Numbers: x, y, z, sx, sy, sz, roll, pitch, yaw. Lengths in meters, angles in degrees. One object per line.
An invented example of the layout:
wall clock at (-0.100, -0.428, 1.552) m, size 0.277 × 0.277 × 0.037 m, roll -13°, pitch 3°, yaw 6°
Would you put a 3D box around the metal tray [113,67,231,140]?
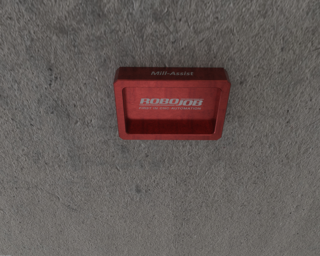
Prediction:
metal tray at (0.013, -0.028, 0.379) m, size 0.131 × 0.030 × 0.089 m, roll 0°, pitch 130°, yaw -1°
